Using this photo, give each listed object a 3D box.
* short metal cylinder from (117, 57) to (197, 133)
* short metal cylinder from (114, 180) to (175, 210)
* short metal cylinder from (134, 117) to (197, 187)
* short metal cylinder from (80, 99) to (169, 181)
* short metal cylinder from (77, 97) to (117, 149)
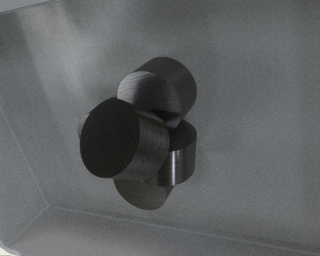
[{"bbox_3d":[-0.003,-0.038,0.367,0.080,0.050,0.079,13,124,20],"label":"short metal cylinder"},{"bbox_3d":[-0.018,0.069,0.441,0.080,0.050,0.079,13,124,20],"label":"short metal cylinder"},{"bbox_3d":[0.004,0.027,0.385,0.080,0.080,0.050,13,124,21],"label":"short metal cylinder"},{"bbox_3d":[-0.037,0.014,0.327,0.080,0.050,0.080,-9,74,33],"label":"short metal cylinder"},{"bbox_3d":[-0.064,0.004,0.424,0.080,0.050,0.079,13,124,20],"label":"short metal cylinder"}]
